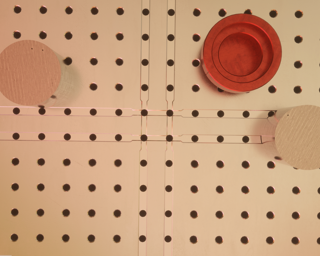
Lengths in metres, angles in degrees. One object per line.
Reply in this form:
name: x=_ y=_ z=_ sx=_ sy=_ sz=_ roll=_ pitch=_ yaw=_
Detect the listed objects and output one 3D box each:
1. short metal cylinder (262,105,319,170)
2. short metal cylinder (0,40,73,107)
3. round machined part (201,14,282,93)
short metal cylinder: x=0.180 y=0.011 z=0.402 sx=0.081 sy=0.050 sz=0.080 roll=0 pitch=90 yaw=0
short metal cylinder: x=-0.160 y=-0.067 z=0.399 sx=0.081 sy=0.050 sz=0.080 roll=0 pitch=90 yaw=0
round machined part: x=0.103 y=-0.094 z=0.405 sx=0.099 sy=0.042 sz=0.097 roll=0 pitch=90 yaw=0
